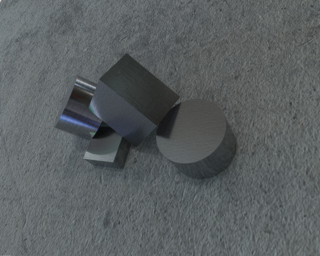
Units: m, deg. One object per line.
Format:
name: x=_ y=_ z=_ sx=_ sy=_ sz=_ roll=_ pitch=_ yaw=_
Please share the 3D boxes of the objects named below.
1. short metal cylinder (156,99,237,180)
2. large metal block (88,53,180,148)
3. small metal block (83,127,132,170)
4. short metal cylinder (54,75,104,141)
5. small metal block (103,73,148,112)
short metal cylinder: x=0.043 y=0.013 z=0.358 sx=0.080 sy=0.050 sz=0.080 roll=-13 pitch=56 yaw=20
large metal block: x=-0.035 y=-0.030 z=0.382 sx=0.080 sy=0.080 sz=0.050 roll=39 pitch=60 yaw=-3
small metal block: x=-0.069 y=0.026 z=0.423 sx=0.050 sy=0.025 sz=0.050 roll=3 pitch=63 yaw=29
short metal cylinder: x=-0.110 y=-0.028 z=0.439 sx=0.080 sy=0.050 sz=0.080 roll=-49 pitch=27 yaw=37
small metal block: x=-0.050 y=-0.052 z=0.462 sx=0.050 sy=0.025 sz=0.050 roll=-1 pitch=61 yaw=27
